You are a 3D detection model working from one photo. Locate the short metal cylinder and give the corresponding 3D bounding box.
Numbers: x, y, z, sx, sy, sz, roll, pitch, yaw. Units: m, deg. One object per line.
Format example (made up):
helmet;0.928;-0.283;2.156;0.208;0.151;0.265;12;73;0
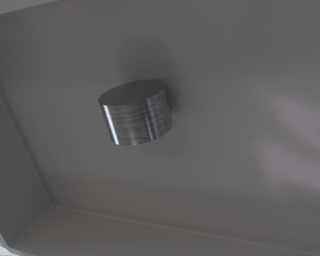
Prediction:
short metal cylinder;-0.028;-0.021;0.376;0.080;0.080;0.050;1;119;28
